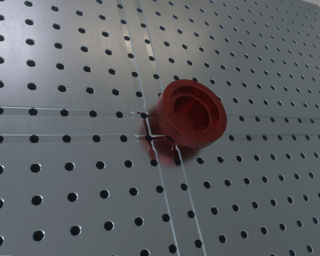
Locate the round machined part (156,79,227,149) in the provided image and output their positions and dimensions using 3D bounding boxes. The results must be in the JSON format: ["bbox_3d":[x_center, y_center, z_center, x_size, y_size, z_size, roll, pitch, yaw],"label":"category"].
[{"bbox_3d":[0.040,-0.016,0.427,0.099,0.042,0.098,13,56,-21],"label":"round machined part"}]
